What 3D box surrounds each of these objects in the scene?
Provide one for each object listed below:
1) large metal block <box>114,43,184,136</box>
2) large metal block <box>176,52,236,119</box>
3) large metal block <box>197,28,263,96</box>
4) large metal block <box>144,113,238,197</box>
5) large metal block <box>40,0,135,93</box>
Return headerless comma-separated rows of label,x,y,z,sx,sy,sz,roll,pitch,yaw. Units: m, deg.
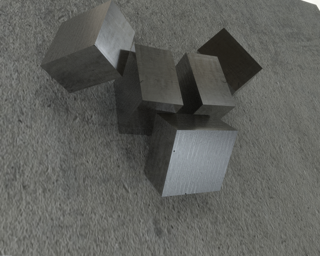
large metal block,-0.019,-0.044,0.388,0.050,0.080,0.080,5,60,-26
large metal block,0.048,-0.044,0.425,0.050,0.080,0.080,1,62,-28
large metal block,0.101,-0.093,0.475,0.050,0.080,0.080,-41,84,-1
large metal block,0.034,0.029,0.364,0.081,0.079,0.050,1,22,-28
large metal block,-0.084,-0.096,0.373,0.050,0.080,0.080,49,39,-43
